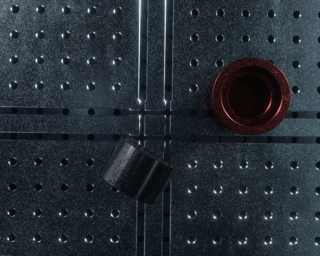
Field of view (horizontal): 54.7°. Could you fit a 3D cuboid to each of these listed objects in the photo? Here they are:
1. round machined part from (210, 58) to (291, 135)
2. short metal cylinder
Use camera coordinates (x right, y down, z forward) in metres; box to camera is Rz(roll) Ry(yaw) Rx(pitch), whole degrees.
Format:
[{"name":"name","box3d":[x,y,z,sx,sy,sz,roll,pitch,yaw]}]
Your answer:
[{"name":"round machined part","box3d":[0.114,-0.039,0.406,0.099,0.042,0.097,0,90,-1]},{"name":"short metal cylinder","box3d":[-0.027,0.052,0.386,0.080,0.080,0.050,30,90,-1]}]
